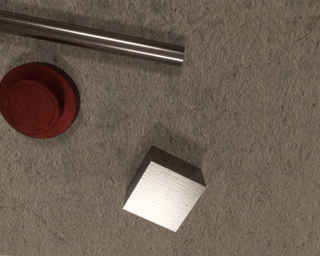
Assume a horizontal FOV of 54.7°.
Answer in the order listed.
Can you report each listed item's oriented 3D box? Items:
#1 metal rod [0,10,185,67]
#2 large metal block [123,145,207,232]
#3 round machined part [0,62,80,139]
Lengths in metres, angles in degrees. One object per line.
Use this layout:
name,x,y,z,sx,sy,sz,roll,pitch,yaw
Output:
metal rod,-0.121,-0.113,0.366,0.302,0.025,0.025,10,110,-4
large metal block,0.005,0.083,0.427,0.080,0.050,0.080,27,108,-10
round machined part,-0.154,-0.031,0.387,0.099,0.042,0.097,0,110,-1
